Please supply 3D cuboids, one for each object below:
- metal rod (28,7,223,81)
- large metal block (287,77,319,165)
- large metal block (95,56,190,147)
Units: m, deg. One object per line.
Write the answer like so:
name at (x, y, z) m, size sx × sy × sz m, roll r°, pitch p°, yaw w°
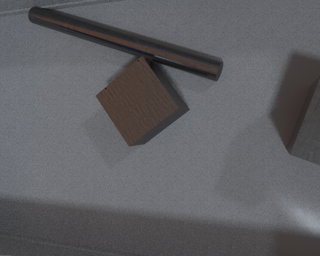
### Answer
metal rod at (-0.059, -0.122, 0.430) m, size 0.301 × 0.025 × 0.025 m, roll 21°, pitch 97°, yaw 18°
large metal block at (0.172, -0.004, 0.321) m, size 0.050 × 0.080 × 0.080 m, roll 21°, pitch 97°, yaw 18°
large metal block at (-0.022, -0.033, 0.404) m, size 0.080 × 0.050 × 0.080 m, roll -38°, pitch 78°, yaw 16°
